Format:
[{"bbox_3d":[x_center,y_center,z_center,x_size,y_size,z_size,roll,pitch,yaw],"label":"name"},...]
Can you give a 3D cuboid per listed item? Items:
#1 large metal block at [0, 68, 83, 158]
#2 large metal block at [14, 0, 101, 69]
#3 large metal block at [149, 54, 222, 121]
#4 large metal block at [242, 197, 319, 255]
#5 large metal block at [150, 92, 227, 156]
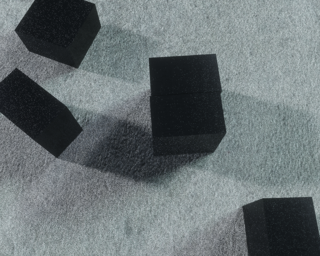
[{"bbox_3d":[-0.151,-0.015,0.383,0.080,0.080,0.050,36,74,12],"label":"large metal block"},{"bbox_3d":[-0.143,-0.143,0.446,0.080,0.050,0.080,20,71,7],"label":"large metal block"},{"bbox_3d":[0.029,-0.049,0.397,0.081,0.080,0.050,-4,70,-2],"label":"large metal block"},{"bbox_3d":[0.130,0.121,0.336,0.050,0.080,0.080,-1,70,-1],"label":"large metal block"},{"bbox_3d":[0.030,-0.002,0.380,0.081,0.080,0.050,-4,70,-2],"label":"large metal block"}]
